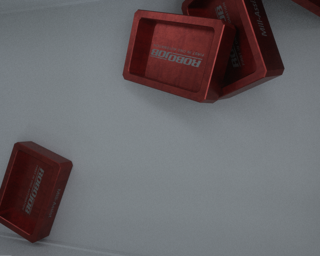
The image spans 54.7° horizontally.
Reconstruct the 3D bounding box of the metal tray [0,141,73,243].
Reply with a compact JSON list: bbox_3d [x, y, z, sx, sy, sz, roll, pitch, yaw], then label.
[{"bbox_3d":[-0.197,0.096,0.475,0.090,0.030,0.129,23,97,18],"label":"metal tray"}]

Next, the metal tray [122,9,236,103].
[{"bbox_3d":[0.017,-0.089,0.375,0.130,0.030,0.089,22,105,35],"label":"metal tray"}]

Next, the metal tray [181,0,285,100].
[{"bbox_3d":[0.077,-0.106,0.353,0.090,0.030,0.129,-24,80,57],"label":"metal tray"}]

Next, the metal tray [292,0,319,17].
[{"bbox_3d":[0.159,-0.152,0.283,0.090,0.131,0.030,-19,61,59],"label":"metal tray"}]
